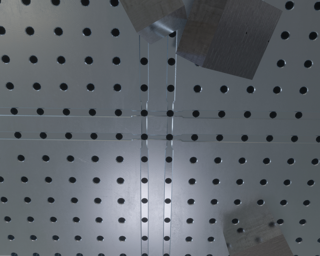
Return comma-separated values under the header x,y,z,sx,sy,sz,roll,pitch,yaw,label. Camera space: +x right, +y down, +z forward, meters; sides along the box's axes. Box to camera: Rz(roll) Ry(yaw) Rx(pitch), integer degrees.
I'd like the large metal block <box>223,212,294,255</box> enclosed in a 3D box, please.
x,y,z,sx,sy,sz,roll,pitch,yaw,label
0.154,0.189,0.471,0.080,0.050,0.080,-27,108,9,large metal block

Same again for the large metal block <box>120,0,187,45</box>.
x,y,z,sx,sy,sz,roll,pitch,yaw,label
-0.013,-0.140,0.323,0.050,0.080,0.080,-27,93,10,large metal block

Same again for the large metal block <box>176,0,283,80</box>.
x,y,z,sx,sy,sz,roll,pitch,yaw,label
0.075,-0.105,0.343,0.081,0.050,0.080,5,114,-36,large metal block
